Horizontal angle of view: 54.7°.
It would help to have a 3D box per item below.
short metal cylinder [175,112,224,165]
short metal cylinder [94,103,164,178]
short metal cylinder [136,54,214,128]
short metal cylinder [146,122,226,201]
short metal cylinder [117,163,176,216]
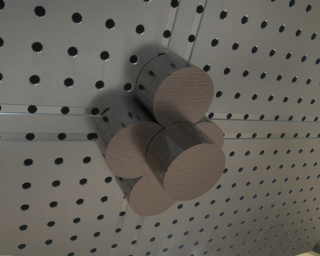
[{"bbox_3d":[0.040,0.016,0.426,0.081,0.050,0.079,-14,124,-21],"label":"short metal cylinder"},{"bbox_3d":[-0.036,0.015,0.385,0.081,0.050,0.079,-14,124,-21],"label":"short metal cylinder"},{"bbox_3d":[0.018,-0.044,0.377,0.081,0.050,0.079,-14,125,-22],"label":"short metal cylinder"},{"bbox_3d":[0.030,0.040,0.370,0.081,0.050,0.079,-14,124,-21],"label":"short metal cylinder"},{"bbox_3d":[-0.014,0.075,0.433,0.081,0.050,0.079,-13,122,-22],"label":"short metal cylinder"}]
